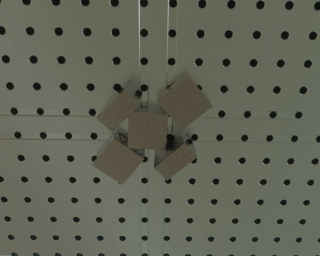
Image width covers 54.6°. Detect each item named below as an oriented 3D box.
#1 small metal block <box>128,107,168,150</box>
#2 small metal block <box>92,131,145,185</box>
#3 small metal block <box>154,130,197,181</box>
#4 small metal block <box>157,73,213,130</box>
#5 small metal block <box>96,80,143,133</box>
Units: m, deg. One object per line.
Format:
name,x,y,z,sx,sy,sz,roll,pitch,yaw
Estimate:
small metal block,-0.016,0.000,0.413,0.050,0.025,0.050,4,109,0
small metal block,-0.056,0.042,0.428,0.050,0.025,0.050,36,106,-13
small metal block,0.020,0.035,0.413,0.050,0.050,0.025,-40,105,13
small metal block,0.032,-0.035,0.401,0.050,0.025,0.050,-38,106,13
small metal block,-0.049,-0.028,0.389,0.025,0.050,0.050,42,105,-15
